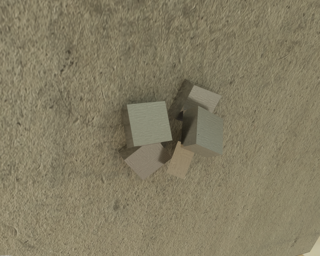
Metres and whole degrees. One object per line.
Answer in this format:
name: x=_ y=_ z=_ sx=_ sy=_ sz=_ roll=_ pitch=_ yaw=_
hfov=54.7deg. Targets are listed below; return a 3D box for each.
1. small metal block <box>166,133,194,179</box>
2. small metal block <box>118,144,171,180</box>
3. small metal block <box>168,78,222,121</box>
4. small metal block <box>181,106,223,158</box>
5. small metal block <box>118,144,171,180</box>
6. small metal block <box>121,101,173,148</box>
small metal block: x=0.033 y=0.035 z=0.430 sx=0.025 sy=0.050 sz=0.050 roll=20 pitch=112 yaw=4
small metal block: x=-0.020 y=0.035 z=0.421 sx=0.050 sy=0.025 sz=0.050 roll=-38 pitch=130 yaw=-3
small metal block: x=0.046 y=-0.033 z=0.415 sx=0.050 sy=0.025 sz=0.050 roll=15 pitch=111 yaw=-35
small metal block: x=0.054 y=0.006 z=0.394 sx=0.050 sy=0.025 sz=0.050 roll=23 pitch=62 yaw=-37
small metal block: x=-0.020 y=0.035 z=0.421 sx=0.050 sy=0.025 sz=0.050 roll=-39 pitch=129 yaw=-3
small metal block: x=-0.017 y=-0.004 z=0.382 sx=0.050 sy=0.025 sz=0.050 roll=-8 pitch=84 yaw=-25
